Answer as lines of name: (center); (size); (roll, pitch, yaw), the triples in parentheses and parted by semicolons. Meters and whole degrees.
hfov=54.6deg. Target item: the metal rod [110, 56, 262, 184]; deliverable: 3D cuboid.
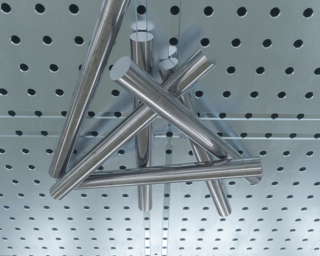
metal rod: (0.055, 0.011, 0.375); (0.025, 0.025, 0.301); (-31, 138, 23)

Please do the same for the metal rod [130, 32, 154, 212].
metal rod: (-0.022, 0.017, 0.425); (0.025, 0.025, 0.298); (1, 130, -1)

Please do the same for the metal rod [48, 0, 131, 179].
metal rod: (-0.094, -0.038, 0.378); (0.025, 0.025, 0.298); (19, 128, -15)

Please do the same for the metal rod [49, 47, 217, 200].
metal rod: (-0.051, 0.011, 0.386); (0.025, 0.025, 0.299); (35, 122, -26)

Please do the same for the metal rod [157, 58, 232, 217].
metal rod: (0.060, 0.035, 0.441); (0.025, 0.025, 0.299); (-16, 129, 13)

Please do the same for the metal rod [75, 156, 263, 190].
metal rod: (-0.015, 0.066, 0.430); (0.300, 0.025, 0.025); (-8, 131, 21)
